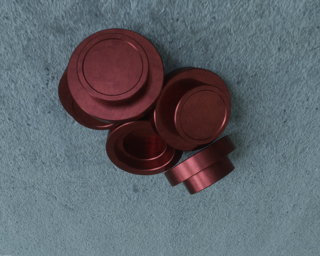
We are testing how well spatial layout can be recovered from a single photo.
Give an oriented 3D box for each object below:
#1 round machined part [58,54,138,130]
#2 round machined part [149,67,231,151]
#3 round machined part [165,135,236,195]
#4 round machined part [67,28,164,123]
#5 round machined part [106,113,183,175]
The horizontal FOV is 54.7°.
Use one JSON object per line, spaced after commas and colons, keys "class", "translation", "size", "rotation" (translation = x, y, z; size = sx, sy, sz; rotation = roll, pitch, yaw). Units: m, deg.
{"class": "round machined part", "translation": [-0.071, -0.036, 0.368], "size": [0.099, 0.042, 0.097], "rotation": [-1, 130, 0]}
{"class": "round machined part", "translation": [0.040, -0.019, 0.353], "size": [0.099, 0.042, 0.097], "rotation": [-6, 108, -20]}
{"class": "round machined part", "translation": [0.058, 0.052, 0.407], "size": [0.098, 0.099, 0.042], "rotation": [-35, 81, 26]}
{"class": "round machined part", "translation": [-0.045, -0.055, 0.312], "size": [0.099, 0.097, 0.042], "rotation": [1, 172, -1]}
{"class": "round machined part", "translation": [-0.020, 0.015, 0.410], "size": [0.099, 0.042, 0.097], "rotation": [-1, 130, 0]}
